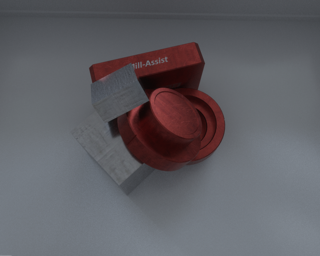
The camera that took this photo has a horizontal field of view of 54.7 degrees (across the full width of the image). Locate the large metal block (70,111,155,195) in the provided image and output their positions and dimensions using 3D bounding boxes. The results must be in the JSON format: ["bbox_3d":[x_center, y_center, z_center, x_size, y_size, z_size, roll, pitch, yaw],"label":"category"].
[{"bbox_3d":[-0.051,0.029,0.368,0.050,0.080,0.080,-42,76,-14],"label":"large metal block"}]

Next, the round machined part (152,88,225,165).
[{"bbox_3d":[0.031,0.001,0.400,0.099,0.042,0.098,0,70,-1],"label":"round machined part"}]

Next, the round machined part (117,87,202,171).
[{"bbox_3d":[0.007,-0.005,0.340,0.099,0.042,0.098,24,43,-24],"label":"round machined part"}]

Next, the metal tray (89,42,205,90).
[{"bbox_3d":[-0.015,-0.059,0.394,0.131,0.090,0.030,-14,72,-6],"label":"metal tray"}]

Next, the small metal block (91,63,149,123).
[{"bbox_3d":[-0.043,-0.038,0.323,0.050,0.025,0.050,-27,33,3],"label":"small metal block"}]
